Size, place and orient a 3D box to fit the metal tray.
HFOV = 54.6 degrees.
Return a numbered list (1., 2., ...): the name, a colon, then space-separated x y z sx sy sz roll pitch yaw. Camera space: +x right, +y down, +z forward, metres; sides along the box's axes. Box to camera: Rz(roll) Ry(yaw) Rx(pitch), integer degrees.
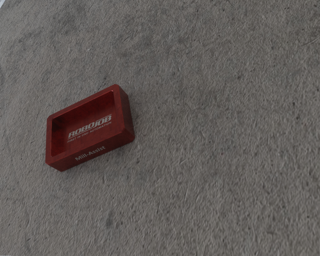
1. metal tray: -0.106 0.000 0.457 0.130 0.030 0.090 -23 53 14
